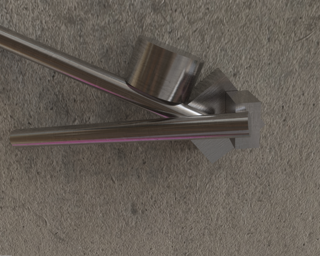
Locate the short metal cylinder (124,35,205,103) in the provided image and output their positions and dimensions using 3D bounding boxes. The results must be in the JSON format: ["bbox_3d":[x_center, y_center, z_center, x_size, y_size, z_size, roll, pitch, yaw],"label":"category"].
[{"bbox_3d":[0.005,-0.068,0.358,0.080,0.080,0.050,20,109,-8],"label":"short metal cylinder"}]

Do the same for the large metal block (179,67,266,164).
[{"bbox_3d":[0.070,-0.016,0.391,0.080,0.050,0.080,-39,105,14],"label":"large metal block"}]

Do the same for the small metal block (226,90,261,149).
[{"bbox_3d":[0.090,-0.011,0.339,0.025,0.050,0.050,-4,110,2],"label":"small metal block"}]

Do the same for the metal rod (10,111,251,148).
[{"bbox_3d":[-0.052,0.005,0.355,0.301,0.025,0.025,-4,112,23],"label":"metal rod"}]

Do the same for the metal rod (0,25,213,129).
[{"bbox_3d":[-0.076,-0.059,0.358,0.301,0.025,0.025,23,109,3],"label":"metal rod"}]
